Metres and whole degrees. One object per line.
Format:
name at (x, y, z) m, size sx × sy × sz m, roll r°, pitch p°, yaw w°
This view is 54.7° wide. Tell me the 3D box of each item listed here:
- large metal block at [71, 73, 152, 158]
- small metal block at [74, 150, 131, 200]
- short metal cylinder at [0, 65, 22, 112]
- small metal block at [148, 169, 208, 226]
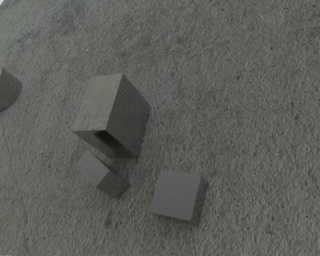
large metal block at (-0.059, -0.013, 0.408) m, size 0.050 × 0.080 × 0.080 m, roll -2°, pitch 61°, yaw 27°
small metal block at (-0.072, 0.059, 0.389) m, size 0.050 × 0.050 × 0.025 m, roll 33°, pitch 80°, yaw 38°
short metal cylinder at (-0.318, -0.077, 0.602) m, size 0.080 × 0.050 × 0.080 m, roll -13°, pitch 56°, yaw 21°
small metal block at (0.021, 0.077, 0.346) m, size 0.050 × 0.025 × 0.050 m, roll 3°, pitch 63°, yaw 29°
